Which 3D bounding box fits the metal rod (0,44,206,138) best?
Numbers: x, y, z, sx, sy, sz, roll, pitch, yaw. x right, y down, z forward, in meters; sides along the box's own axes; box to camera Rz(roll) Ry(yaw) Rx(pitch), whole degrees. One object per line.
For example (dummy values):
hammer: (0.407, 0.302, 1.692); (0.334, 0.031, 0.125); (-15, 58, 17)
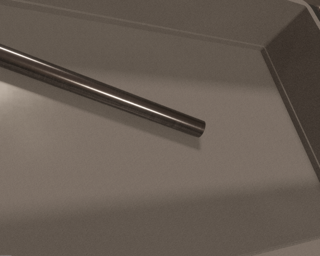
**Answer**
metal rod: (-0.078, -0.047, 0.392); (0.302, 0.025, 0.025); (20, 54, -17)
